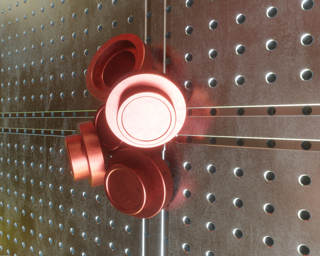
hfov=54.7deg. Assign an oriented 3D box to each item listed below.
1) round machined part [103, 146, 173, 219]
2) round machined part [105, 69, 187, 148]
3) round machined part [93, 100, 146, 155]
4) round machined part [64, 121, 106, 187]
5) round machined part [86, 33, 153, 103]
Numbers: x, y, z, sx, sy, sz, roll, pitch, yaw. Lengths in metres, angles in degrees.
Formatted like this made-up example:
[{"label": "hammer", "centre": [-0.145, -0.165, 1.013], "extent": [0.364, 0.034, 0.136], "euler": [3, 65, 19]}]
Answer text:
[{"label": "round machined part", "centre": [-0.035, 0.074, 0.409], "extent": [0.098, 0.042, 0.097], "euler": [9, 106, 32]}, {"label": "round machined part", "centre": [-0.017, -0.018, 0.372], "extent": [0.042, 0.099, 0.097], "euler": [-99, 34, -65]}, {"label": "round machined part", "centre": [-0.058, -0.003, 0.442], "extent": [0.098, 0.042, 0.097], "euler": [0, 90, 39]}, {"label": "round machined part", "centre": [-0.113, 0.041, 0.458], "extent": [0.098, 0.042, 0.097], "euler": [167, 90, -70]}, {"label": "round machined part", "centre": [-0.050, -0.076, 0.423], "extent": [0.098, 0.042, 0.098], "euler": [-14, 62, 28]}]
